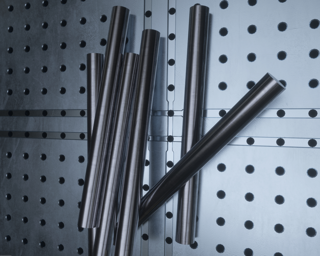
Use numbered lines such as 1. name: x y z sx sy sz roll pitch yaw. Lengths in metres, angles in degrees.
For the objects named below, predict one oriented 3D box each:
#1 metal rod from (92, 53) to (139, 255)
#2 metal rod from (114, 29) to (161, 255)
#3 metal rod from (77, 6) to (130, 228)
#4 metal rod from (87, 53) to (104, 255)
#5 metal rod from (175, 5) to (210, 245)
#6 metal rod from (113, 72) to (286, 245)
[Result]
1. metal rod: -0.059 0.048 0.417 0.025 0.025 0.299 7 86 20
2. metal rod: -0.028 0.019 0.398 0.025 0.025 0.299 4 82 20
3. metal rod: -0.076 -0.017 0.423 0.025 0.025 0.299 7 86 20
4. metal rod: -0.091 0.044 0.445 0.025 0.025 0.298 -1 90 20
5. metal rod: 0.041 -0.003 0.398 0.025 0.025 0.298 4 91 20
6. metal rod: 0.027 0.053 0.375 0.025 0.025 0.299 48 115 13
